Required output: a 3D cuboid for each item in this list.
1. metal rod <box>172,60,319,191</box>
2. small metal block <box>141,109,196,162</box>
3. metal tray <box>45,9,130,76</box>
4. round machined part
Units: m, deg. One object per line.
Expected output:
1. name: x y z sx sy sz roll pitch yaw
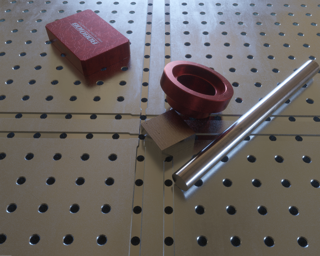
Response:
1. metal rod: 0.132 -0.017 0.423 0.302 0.025 0.025 -36 59 -27
2. small metal block: 0.010 0.008 0.401 0.050 0.025 0.050 -26 55 -20
3. metal tray: -0.123 -0.150 0.529 0.091 0.030 0.130 -32 57 -24
4. round machined part: 0.047 -0.050 0.426 0.099 0.042 0.098 13 37 -10
